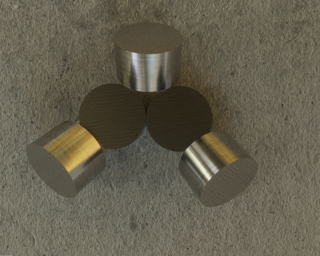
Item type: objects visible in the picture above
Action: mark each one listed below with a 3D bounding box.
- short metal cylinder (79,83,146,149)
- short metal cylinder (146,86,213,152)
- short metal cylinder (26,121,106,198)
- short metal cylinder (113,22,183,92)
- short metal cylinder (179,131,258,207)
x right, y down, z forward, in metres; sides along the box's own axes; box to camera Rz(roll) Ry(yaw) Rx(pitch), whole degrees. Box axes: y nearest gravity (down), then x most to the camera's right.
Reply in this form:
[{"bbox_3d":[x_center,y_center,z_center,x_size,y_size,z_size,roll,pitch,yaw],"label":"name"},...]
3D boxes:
[{"bbox_3d":[-0.057,-0.014,0.398,0.081,0.050,0.080,0,90,0],"label":"short metal cylinder"},{"bbox_3d":[0.023,-0.011,0.398,0.081,0.050,0.080,0,90,0],"label":"short metal cylinder"},{"bbox_3d":[-0.113,0.038,0.376,0.080,0.080,0.050,46,50,0],"label":"short metal cylinder"},{"bbox_3d":[-0.014,-0.088,0.377,0.081,0.080,0.050,2,133,0],"label":"short metal cylinder"},{"bbox_3d":[0.070,0.050,0.378,0.080,0.080,0.050,-37,49,0],"label":"short metal cylinder"}]
